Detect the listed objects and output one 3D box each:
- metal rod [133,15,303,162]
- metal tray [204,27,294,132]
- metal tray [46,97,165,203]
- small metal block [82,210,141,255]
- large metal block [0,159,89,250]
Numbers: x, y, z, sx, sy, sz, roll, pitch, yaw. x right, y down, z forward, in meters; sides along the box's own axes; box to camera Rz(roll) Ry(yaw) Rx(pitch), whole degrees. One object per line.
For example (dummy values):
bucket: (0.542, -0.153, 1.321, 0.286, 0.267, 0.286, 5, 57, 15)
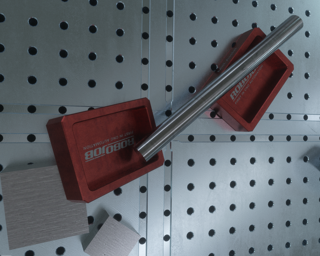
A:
metal rod: (0.087, -0.061, 0.411, 0.301, 0.025, 0.025, -40, 103, -16)
metal tray: (0.130, -0.070, 0.457, 0.090, 0.030, 0.130, 40, 77, -16)
metal tray: (-0.055, 0.020, 0.357, 0.131, 0.030, 0.089, -20, 98, -49)
small metal block: (-0.061, 0.142, 0.390, 0.050, 0.025, 0.050, 39, 78, -16)
large metal block: (-0.129, 0.081, 0.352, 0.081, 0.050, 0.080, -7, 92, -20)
